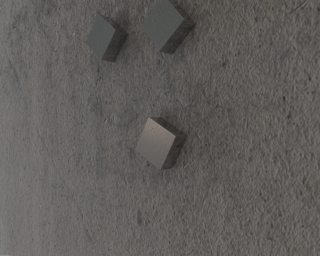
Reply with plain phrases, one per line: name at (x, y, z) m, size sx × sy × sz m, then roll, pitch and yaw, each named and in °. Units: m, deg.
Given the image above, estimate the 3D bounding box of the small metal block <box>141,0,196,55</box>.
small metal block at (0.010, -0.132, 0.397) m, size 0.050 × 0.025 × 0.050 m, roll -47°, pitch 62°, yaw 29°

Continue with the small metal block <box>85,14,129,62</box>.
small metal block at (-0.082, -0.137, 0.473) m, size 0.050 × 0.025 × 0.050 m, roll 47°, pitch 118°, yaw 29°

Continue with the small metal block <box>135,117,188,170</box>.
small metal block at (0.001, 0.019, 0.404) m, size 0.050 × 0.025 × 0.050 m, roll 36°, pitch 112°, yaw 34°
